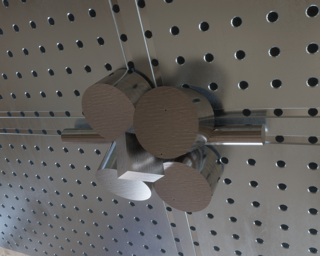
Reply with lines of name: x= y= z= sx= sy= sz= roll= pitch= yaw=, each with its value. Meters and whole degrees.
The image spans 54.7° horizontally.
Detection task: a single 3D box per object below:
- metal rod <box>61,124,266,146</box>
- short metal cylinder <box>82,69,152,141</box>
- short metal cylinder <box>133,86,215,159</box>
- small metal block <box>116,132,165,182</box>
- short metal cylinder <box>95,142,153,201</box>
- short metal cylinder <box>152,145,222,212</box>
metal rod: x=-0.015 y=0.010 z=0.420 sx=0.300 sy=0.025 sz=0.025 roll=-1 pitch=118 yaw=28
short metal cylinder: x=-0.052 y=-0.029 z=0.399 sx=0.080 sy=0.050 sz=0.079 roll=13 pitch=124 yaw=21
short metal cylinder: x=0.017 y=-0.008 z=0.360 sx=0.080 sy=0.050 sz=0.079 roll=3 pitch=97 yaw=28
small metal block: x=-0.025 y=0.036 z=0.380 sx=0.050 sy=0.050 sz=0.025 roll=13 pitch=146 yaw=-32
short metal cylinder: x=-0.043 y=0.059 z=0.433 sx=0.080 sy=0.050 sz=0.080 roll=14 pitch=143 yaw=11
short metal cylinder: x=0.037 y=0.064 z=0.410 sx=0.080 sy=0.050 sz=0.079 roll=13 pitch=124 yaw=21
